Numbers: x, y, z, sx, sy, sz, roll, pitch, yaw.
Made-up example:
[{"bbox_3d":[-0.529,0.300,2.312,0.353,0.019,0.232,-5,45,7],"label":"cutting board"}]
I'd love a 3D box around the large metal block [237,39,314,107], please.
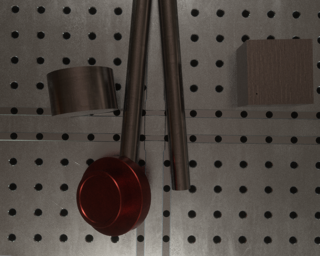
[{"bbox_3d":[0.147,-0.069,0.403,0.081,0.050,0.079,-1,90,-1],"label":"large metal block"}]

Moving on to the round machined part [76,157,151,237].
[{"bbox_3d":[-0.064,0.085,0.383,0.098,0.042,0.097,-1,87,28],"label":"round machined part"}]

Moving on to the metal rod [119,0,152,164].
[{"bbox_3d":[-0.034,-0.048,0.412,0.025,0.025,0.298,5,90,-1],"label":"metal rod"}]

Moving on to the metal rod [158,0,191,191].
[{"bbox_3d":[0.017,-0.068,0.413,0.025,0.025,0.298,-4,90,-1],"label":"metal rod"}]

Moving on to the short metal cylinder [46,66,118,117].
[{"bbox_3d":[-0.095,-0.043,0.385,0.081,0.080,0.050,-7,90,0],"label":"short metal cylinder"}]
